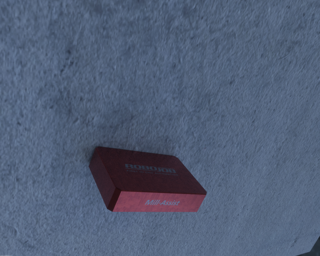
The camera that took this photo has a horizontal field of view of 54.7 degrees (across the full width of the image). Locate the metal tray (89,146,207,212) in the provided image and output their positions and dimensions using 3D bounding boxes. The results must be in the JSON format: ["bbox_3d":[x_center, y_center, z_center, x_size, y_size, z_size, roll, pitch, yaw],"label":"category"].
[{"bbox_3d":[-0.015,0.066,0.398,0.131,0.090,0.030,10,113,-33],"label":"metal tray"}]
